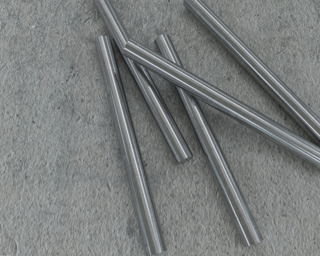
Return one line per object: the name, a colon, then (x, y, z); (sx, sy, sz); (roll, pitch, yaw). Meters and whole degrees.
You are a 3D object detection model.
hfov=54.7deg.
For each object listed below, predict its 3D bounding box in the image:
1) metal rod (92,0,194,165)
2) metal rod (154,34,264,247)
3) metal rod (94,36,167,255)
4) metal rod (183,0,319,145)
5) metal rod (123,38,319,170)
metal rod: (-0.033, -0.085, 0.438); (0.025, 0.025, 0.299); (-24, 72, -9)
metal rod: (0.056, 0.002, 0.407); (0.025, 0.025, 0.299); (-20, 71, -7)
metal rod: (-0.044, 0.008, 0.404); (0.025, 0.025, 0.299); (-15, 71, -5)
metal rod: (0.136, -0.086, 0.440); (0.025, 0.025, 0.300); (-35, 74, -12)
metal rod: (0.087, -0.030, 0.399); (0.301, 0.025, 0.025); (31, 73, 3)
